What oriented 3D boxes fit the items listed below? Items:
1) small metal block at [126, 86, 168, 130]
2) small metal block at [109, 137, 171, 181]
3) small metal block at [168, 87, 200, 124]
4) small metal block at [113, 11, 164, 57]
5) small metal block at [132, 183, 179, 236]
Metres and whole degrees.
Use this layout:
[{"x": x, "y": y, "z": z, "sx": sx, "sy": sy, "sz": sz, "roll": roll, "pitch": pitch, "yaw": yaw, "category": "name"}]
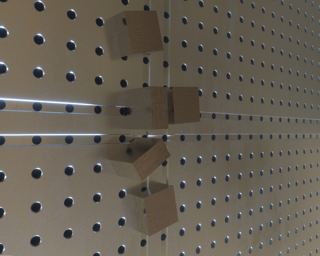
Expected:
[{"x": -0.016, "y": -0.024, "z": 0.381, "sx": 0.025, "sy": 0.050, "sz": 0.050, "roll": -3, "pitch": 92, "yaw": -40, "category": "small metal block"}, {"x": -0.025, "y": 0.036, "z": 0.374, "sx": 0.050, "sy": 0.050, "sz": 0.025, "roll": -39, "pitch": 114, "yaw": -33, "category": "small metal block"}, {"x": 0.029, "y": -0.032, "z": 0.436, "sx": 0.050, "sy": 0.025, "sz": 0.050, "roll": -7, "pitch": 94, "yaw": -40, "category": "small metal block"}, {"x": -0.026, "y": -0.118, "z": 0.388, "sx": 0.050, "sy": 0.025, "sz": 0.050, "roll": -18, "pitch": 102, "yaw": -39, "category": "small metal block"}, {"x": -0.006, "y": 0.105, "z": 0.407, "sx": 0.050, "sy": 0.025, "sz": 0.050, "roll": -14, "pitch": 99, "yaw": -39, "category": "small metal block"}]
